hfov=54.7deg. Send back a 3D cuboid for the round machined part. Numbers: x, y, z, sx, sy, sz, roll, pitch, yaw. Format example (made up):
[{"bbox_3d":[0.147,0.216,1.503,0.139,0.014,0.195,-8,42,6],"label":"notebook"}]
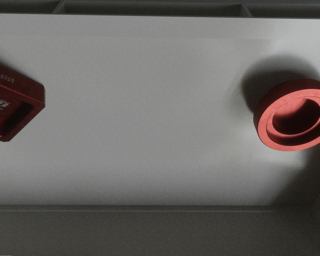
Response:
[{"bbox_3d":[0.165,-0.020,0.384,0.099,0.042,0.097,-1,130,0],"label":"round machined part"}]

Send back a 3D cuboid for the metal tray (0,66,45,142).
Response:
[{"bbox_3d":[-0.210,-0.036,0.347,0.090,0.030,0.131,-36,140,26],"label":"metal tray"}]
